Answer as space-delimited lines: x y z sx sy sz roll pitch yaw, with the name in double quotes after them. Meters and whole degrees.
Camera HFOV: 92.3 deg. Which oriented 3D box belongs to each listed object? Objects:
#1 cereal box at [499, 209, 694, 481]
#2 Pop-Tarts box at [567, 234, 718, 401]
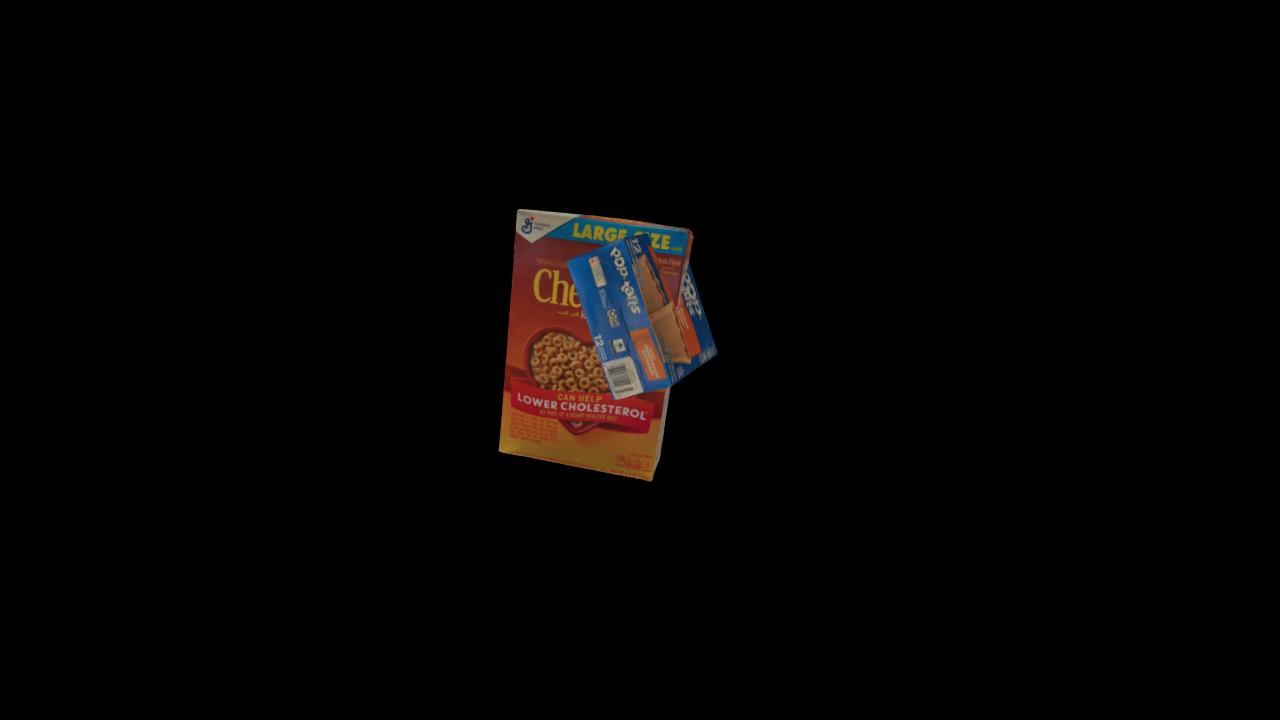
-0.058 -0.020 0.753 0.203 0.306 0.081 10 15 8 "cereal box"
0.009 -0.058 0.718 0.083 0.167 0.141 -14 8 31 "Pop-Tarts box"
